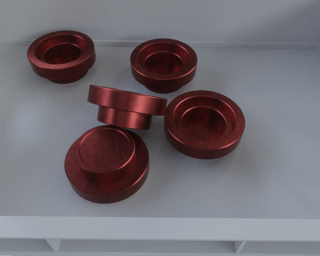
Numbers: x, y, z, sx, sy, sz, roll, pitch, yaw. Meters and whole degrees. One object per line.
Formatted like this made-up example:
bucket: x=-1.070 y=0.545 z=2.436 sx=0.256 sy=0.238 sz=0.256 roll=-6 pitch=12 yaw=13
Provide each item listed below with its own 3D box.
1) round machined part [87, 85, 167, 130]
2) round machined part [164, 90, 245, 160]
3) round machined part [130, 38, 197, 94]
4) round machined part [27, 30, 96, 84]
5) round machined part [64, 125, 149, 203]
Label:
round machined part: x=-0.043 y=-0.025 z=0.392 sx=0.099 sy=0.042 sz=0.098 roll=11 pitch=6 yaw=-1
round machined part: x=0.054 y=0.000 z=0.395 sx=0.099 sy=0.042 sz=0.098 roll=0 pitch=50 yaw=0
round machined part: x=0.006 y=-0.090 z=0.470 sx=0.099 sy=0.042 sz=0.098 roll=0 pitch=50 yaw=0
round machined part: x=-0.149 y=-0.106 z=0.482 sx=0.099 sy=0.042 sz=0.098 roll=0 pitch=50 yaw=0
round machined part: x=-0.062 y=0.035 z=0.364 sx=0.099 sy=0.042 sz=0.098 roll=0 pitch=50 yaw=0
